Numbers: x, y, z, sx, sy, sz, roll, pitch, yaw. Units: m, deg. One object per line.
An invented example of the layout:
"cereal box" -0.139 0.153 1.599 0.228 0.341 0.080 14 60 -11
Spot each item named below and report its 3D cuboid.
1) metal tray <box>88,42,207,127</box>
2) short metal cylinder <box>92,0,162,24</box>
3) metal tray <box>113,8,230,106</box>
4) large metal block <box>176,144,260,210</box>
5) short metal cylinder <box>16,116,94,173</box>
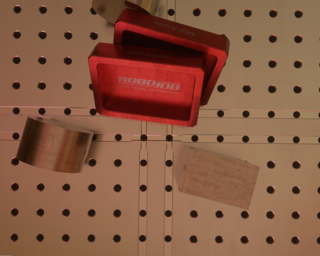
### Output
"metal tray" -0.015 -0.050 0.377 0.131 0.030 0.089 8 135 5
"short metal cylinder" -0.038 -0.163 0.383 0.080 0.080 0.050 14 85 0
"metal tray" 0.009 -0.083 0.382 0.131 0.089 0.030 16 49 0
"large metal block" 0.067 0.057 0.386 0.080 0.080 0.050 15 90 0
"short metal cylinder" -0.129 0.020 0.385 0.080 0.080 0.050 16 90 0
